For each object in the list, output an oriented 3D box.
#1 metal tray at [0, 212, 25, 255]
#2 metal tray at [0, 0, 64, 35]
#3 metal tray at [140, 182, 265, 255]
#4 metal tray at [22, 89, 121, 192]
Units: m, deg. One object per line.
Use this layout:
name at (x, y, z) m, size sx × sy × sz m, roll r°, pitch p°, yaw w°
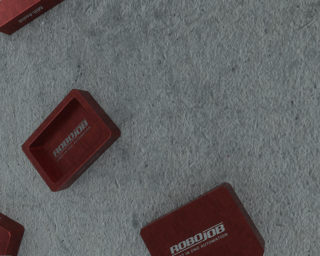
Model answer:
metal tray at (-0.293, 0.180, 0.510) m, size 0.130 × 0.030 × 0.089 m, roll 21°, pitch 97°, yaw 18°
metal tray at (-0.215, -0.216, 0.482) m, size 0.130 × 0.030 × 0.090 m, roll -23°, pitch 82°, yaw 18°
metal tray at (0.051, 0.138, 0.388) m, size 0.130 × 0.030 × 0.090 m, roll -33°, pitch 80°, yaw 17°
metal tray at (-0.131, 0.018, 0.452) m, size 0.130 × 0.030 × 0.090 m, roll -44°, pitch 77°, yaw 14°
